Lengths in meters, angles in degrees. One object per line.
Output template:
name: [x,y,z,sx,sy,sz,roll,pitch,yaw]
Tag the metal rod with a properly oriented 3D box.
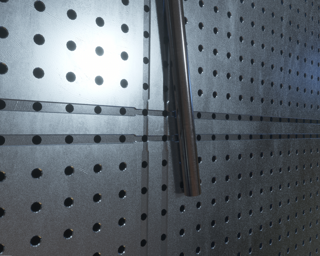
metal rod: [0.032,-0.052,0.437,0.025,0.025,0.298,-11,97,-40]
